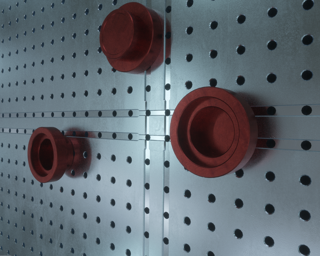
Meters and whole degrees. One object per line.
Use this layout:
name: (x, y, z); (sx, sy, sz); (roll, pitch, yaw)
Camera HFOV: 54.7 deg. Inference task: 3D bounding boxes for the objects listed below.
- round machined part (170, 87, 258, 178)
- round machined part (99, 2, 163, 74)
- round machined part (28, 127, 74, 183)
round machined part: (0.062, 0.005, 0.346); (0.098, 0.042, 0.097); (0, 90, 39)
round machined part: (-0.047, -0.128, 0.435); (0.098, 0.042, 0.097); (0, 90, 39)
round machined part: (-0.192, 0.047, 0.553); (0.098, 0.042, 0.097); (0, 90, 39)
